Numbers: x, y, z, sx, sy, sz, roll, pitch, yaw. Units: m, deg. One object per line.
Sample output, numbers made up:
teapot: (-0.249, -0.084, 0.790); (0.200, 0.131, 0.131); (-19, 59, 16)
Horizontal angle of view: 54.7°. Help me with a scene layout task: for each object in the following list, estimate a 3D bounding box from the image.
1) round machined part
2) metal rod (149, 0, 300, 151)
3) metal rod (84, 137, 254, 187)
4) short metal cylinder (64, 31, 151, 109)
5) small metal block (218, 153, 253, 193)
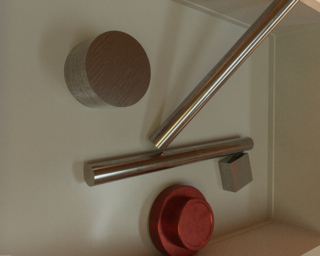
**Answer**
round machined part: (0.036, 0.128, 0.423); (0.099, 0.042, 0.097); (6, 81, -39)
metal rod: (0.095, -0.089, 0.404); (0.300, 0.025, 0.025); (-48, 123, 1)
metal rod: (0.037, 0.040, 0.439); (0.302, 0.025, 0.025); (-6, 94, -40)
short metal cylinder: (-0.057, -0.062, 0.344); (0.081, 0.050, 0.079); (0, 90, -40)
small metal block: (0.126, 0.072, 0.516); (0.050, 0.025, 0.050); (-21, 104, -38)
